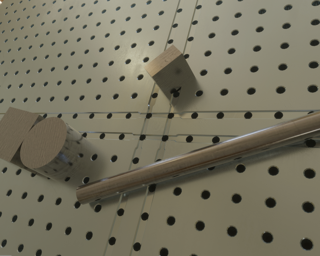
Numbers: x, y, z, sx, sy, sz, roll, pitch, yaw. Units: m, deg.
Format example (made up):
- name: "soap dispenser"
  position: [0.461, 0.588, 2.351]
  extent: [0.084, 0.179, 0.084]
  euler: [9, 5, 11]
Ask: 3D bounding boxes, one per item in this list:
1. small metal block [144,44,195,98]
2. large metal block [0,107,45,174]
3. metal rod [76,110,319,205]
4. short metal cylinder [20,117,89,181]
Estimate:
- name: "small metal block"
  position: [0.014, -0.078, 0.432]
  extent: [0.050, 0.050, 0.025]
  euler: [-38, 51, 2]
- name: "large metal block"
  position: [-0.220, 0.018, 0.494]
  extent: [0.080, 0.050, 0.080]
  euler: [13, 68, 33]
- name: "metal rod"
  position: [0.034, 0.041, 0.364]
  extent: [0.301, 0.025, 0.025]
  euler: [-19, 55, 16]
- name: "short metal cylinder"
  position: [-0.153, 0.031, 0.451]
  extent: [0.080, 0.050, 0.080]
  euler: [-13, 57, 20]
